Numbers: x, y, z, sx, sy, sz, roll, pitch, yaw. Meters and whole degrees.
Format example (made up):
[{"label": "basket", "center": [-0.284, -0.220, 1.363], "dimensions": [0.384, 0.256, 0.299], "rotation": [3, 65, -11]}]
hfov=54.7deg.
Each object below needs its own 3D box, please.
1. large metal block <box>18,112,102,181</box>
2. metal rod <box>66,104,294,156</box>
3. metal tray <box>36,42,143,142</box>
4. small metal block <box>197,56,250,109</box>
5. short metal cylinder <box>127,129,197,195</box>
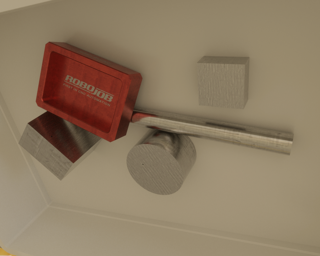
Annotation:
[{"label": "large metal block", "center": [-0.141, 0.015, 0.455], "dimensions": [0.080, 0.080, 0.050], "rotation": [42, 129, -1]}, {"label": "metal rod", "center": [0.008, -0.008, 0.398], "dimensions": [0.301, 0.025, 0.025], "rotation": [11, 123, 22]}, {"label": "metal tray", "center": [-0.096, -0.049, 0.402], "dimensions": [0.130, 0.030, 0.089], "rotation": [25, 111, 17]}, {"label": "small metal block", "center": [0.070, -0.051, 0.340], "dimensions": [0.050, 0.025, 0.050], "rotation": [7, 122, 24]}, {"label": "short metal cylinder", "center": [0.003, 0.043, 0.416], "dimensions": [0.080, 0.050, 0.079], "rotation": [13, 124, 20]}]
